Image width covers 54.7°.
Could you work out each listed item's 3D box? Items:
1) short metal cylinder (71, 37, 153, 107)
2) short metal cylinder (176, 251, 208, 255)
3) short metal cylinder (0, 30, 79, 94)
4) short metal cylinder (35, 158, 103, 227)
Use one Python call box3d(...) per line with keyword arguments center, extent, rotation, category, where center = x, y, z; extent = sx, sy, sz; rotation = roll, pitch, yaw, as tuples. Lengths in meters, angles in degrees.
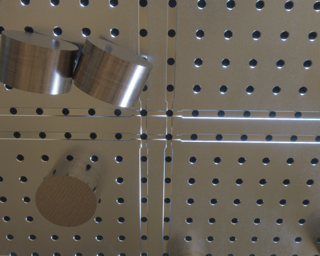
box3d(center=(-0.055, -0.065, 0.359), extent=(0.080, 0.080, 0.050), rotation=(23, 109, -9), category="short metal cylinder")
box3d(center=(0.051, 0.245, 0.491), extent=(0.081, 0.050, 0.079), rotation=(0, 110, 0), category="short metal cylinder")
box3d(center=(-0.139, -0.076, 0.355), extent=(0.080, 0.080, 0.050), rotation=(14, 110, -5), category="short metal cylinder")
box3d(center=(-0.124, 0.089, 0.432), extent=(0.081, 0.050, 0.079), rotation=(0, 110, 0), category="short metal cylinder")
